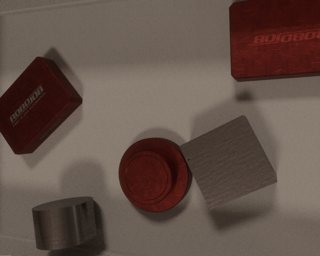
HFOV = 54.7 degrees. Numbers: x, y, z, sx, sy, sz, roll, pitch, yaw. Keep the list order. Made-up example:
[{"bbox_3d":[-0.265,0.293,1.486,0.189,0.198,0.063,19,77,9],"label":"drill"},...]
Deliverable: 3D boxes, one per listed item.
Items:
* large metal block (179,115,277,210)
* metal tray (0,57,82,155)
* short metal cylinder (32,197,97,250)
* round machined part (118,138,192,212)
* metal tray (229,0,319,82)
[{"bbox_3d":[0.082,0.039,0.368,0.080,0.050,0.080,-28,81,17],"label":"large metal block"},{"bbox_3d":[-0.192,-0.032,0.474,0.130,0.030,0.090,-42,77,15],"label":"metal tray"},{"bbox_3d":[-0.130,0.128,0.426,0.080,0.080,0.050,-9,87,19],"label":"short metal cylinder"},{"bbox_3d":[-0.011,0.062,0.404,0.098,0.042,0.097,0,90,19],"label":"round machined part"},{"bbox_3d":[0.149,-0.104,0.355,0.130,0.030,0.089,-2,89,19],"label":"metal tray"}]
